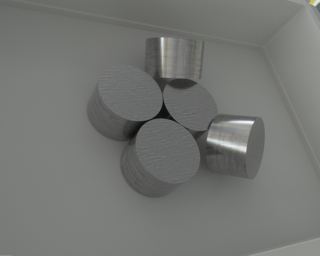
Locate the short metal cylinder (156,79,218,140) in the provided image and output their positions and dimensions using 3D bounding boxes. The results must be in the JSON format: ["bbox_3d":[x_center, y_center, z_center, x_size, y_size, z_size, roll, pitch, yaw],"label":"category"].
[{"bbox_3d":[0.030,-0.020,0.417,0.081,0.050,0.080,14,56,-21],"label":"short metal cylinder"}]

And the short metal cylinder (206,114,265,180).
[{"bbox_3d":[0.100,0.023,0.403,0.081,0.050,0.079,-17,111,-55],"label":"short metal cylinder"}]

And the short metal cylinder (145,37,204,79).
[{"bbox_3d":[0.020,-0.095,0.429,0.081,0.080,0.050,-3,102,-30],"label":"short metal cylinder"}]

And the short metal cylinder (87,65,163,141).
[{"bbox_3d":[-0.044,-0.031,0.384,0.081,0.050,0.080,14,56,-21],"label":"short metal cylinder"}]

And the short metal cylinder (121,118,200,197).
[{"bbox_3d":[0.000,0.036,0.367,0.081,0.050,0.080,14,56,-21],"label":"short metal cylinder"}]
